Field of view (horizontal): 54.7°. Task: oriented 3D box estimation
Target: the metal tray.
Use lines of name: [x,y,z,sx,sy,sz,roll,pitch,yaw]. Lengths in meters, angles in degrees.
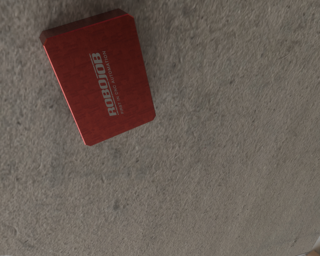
metal tray: [-0.061,-0.052,0.339,0.091,0.030,0.129,-23,127,-15]
